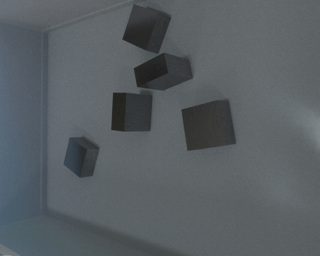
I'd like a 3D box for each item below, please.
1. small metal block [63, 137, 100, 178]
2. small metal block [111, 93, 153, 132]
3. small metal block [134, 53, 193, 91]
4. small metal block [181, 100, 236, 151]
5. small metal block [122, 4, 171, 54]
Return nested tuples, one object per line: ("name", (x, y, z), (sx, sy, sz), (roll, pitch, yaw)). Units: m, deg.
("small metal block", (-0.131, 0.048, 0.516), (0.050, 0.025, 0.050), (27, 107, 37))
("small metal block", (-0.038, -0.021, 0.422), (0.025, 0.050, 0.050), (6, 94, 40))
("small metal block", (0.004, -0.068, 0.387), (0.050, 0.050, 0.025), (-18, 79, 38))
("small metal block", (0.056, -0.002, 0.361), (0.050, 0.025, 0.050), (-13, 82, 39))
("small metal block", (-0.019, -0.135, 0.423), (0.050, 0.025, 0.050), (33, 111, 35))
